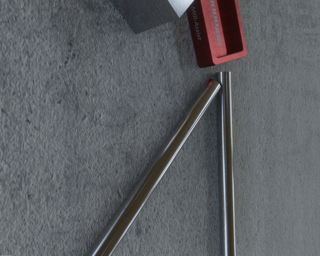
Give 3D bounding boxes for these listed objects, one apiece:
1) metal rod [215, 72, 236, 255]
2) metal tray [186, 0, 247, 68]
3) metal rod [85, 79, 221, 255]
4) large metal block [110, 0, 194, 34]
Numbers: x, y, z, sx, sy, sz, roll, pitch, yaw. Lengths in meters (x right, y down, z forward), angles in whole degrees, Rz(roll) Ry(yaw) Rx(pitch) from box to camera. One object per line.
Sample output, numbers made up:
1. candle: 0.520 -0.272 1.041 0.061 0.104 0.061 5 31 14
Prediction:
1. metal rod: 0.105 0.061 0.495 0.025 0.025 0.298 -3 92 -40
2. metal tray: 0.086 -0.165 0.475 0.091 0.030 0.129 -23 105 -38
3. metal rod: 0.003 0.043 0.409 0.025 0.025 0.301 51 60 -28
4. large metal block: -0.015 -0.165 0.358 0.080 0.080 0.050 49 61 -29
